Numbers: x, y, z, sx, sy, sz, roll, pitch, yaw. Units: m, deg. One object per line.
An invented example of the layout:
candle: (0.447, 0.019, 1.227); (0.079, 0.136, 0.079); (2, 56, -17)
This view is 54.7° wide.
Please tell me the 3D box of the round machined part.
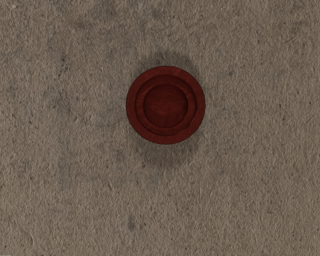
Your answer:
round machined part: (0.007, -0.028, 0.402); (0.099, 0.042, 0.097); (0, 90, -1)
